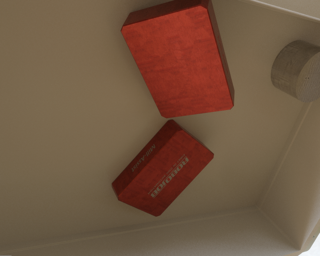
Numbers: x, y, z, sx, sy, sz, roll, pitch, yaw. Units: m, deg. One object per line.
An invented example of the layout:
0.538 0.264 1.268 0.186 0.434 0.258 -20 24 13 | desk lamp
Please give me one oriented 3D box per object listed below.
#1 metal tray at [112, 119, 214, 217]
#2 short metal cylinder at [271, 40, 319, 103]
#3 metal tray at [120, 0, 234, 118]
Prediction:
0.006 0.061 0.448 0.130 0.030 0.090 -48 129 6 | metal tray
0.214 -0.084 0.460 0.081 0.050 0.079 -14 125 -21 | short metal cylinder
0.025 -0.072 0.344 0.090 0.030 0.130 -7 133 22 | metal tray
